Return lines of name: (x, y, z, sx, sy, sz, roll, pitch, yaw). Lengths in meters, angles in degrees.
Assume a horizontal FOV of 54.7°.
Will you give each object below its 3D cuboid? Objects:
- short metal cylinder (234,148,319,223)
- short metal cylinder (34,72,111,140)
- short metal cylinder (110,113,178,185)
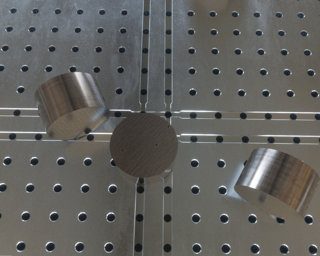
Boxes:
short metal cylinder: (0.134, 0.066, 0.360, 0.080, 0.080, 0.050, 29, 73, 10)
short metal cylinder: (-0.110, -0.026, 0.391, 0.080, 0.080, 0.050, -23, 72, -9)
short metal cylinder: (-0.019, 0.027, 0.388, 0.081, 0.050, 0.080, 0, 70, 0)
